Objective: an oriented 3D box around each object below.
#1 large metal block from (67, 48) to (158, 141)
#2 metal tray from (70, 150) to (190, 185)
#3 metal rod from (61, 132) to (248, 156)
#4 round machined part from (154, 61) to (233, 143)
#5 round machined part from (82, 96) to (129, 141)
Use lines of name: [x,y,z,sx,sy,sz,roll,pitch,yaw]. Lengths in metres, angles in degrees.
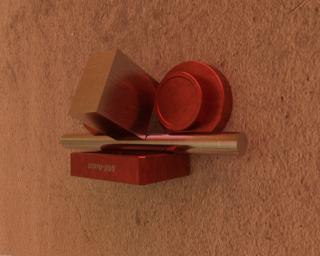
large metal block: [-0.052,-0.037,0.377,0.050,0.080,0.080,-3,65,39]
metal tray: [-0.040,0.046,0.394,0.130,0.091,0.030,-1,89,39]
metal rod: [-0.033,0.019,0.405,0.300,0.025,0.025,-1,89,39]
round machined part: [0.032,-0.031,0.366,0.098,0.042,0.097,0,90,39]
round machined part: [-0.081,-0.027,0.458,0.098,0.042,0.097,0,90,39]
